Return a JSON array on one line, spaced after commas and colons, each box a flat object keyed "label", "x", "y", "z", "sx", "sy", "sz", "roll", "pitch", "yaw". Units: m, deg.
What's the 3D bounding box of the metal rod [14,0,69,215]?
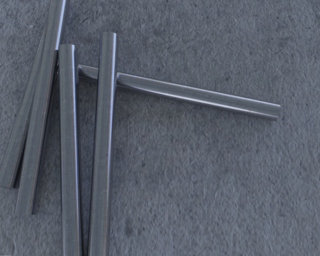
[{"label": "metal rod", "x": -0.152, "y": -0.042, "z": 0.406, "sx": 0.025, "sy": 0.025, "sz": 0.299, "roll": 3, "pitch": 76, "yaw": 1}]

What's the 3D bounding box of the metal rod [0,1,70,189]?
[{"label": "metal rod", "x": -0.170, "y": -0.066, "z": 0.430, "sx": 0.025, "sy": 0.025, "sz": 0.299, "roll": 7, "pitch": 70, "yaw": 2}]

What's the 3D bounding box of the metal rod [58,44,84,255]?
[{"label": "metal rod", "x": -0.109, "y": 0.037, "z": 0.378, "sx": 0.025, "sy": 0.025, "sz": 0.299, "roll": -5, "pitch": 75, "yaw": -2}]

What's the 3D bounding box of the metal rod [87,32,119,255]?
[{"label": "metal rod", "x": -0.070, "y": 0.021, "z": 0.383, "sx": 0.025, "sy": 0.025, "sz": 0.299, "roll": 1, "pitch": 76, "yaw": 0}]

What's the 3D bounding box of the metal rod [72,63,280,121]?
[{"label": "metal rod", "x": 0.010, "y": -0.052, "z": 0.427, "sx": 0.302, "sy": 0.025, "sz": 0.025, "roll": 12, "pitch": 71, "yaw": 4}]
